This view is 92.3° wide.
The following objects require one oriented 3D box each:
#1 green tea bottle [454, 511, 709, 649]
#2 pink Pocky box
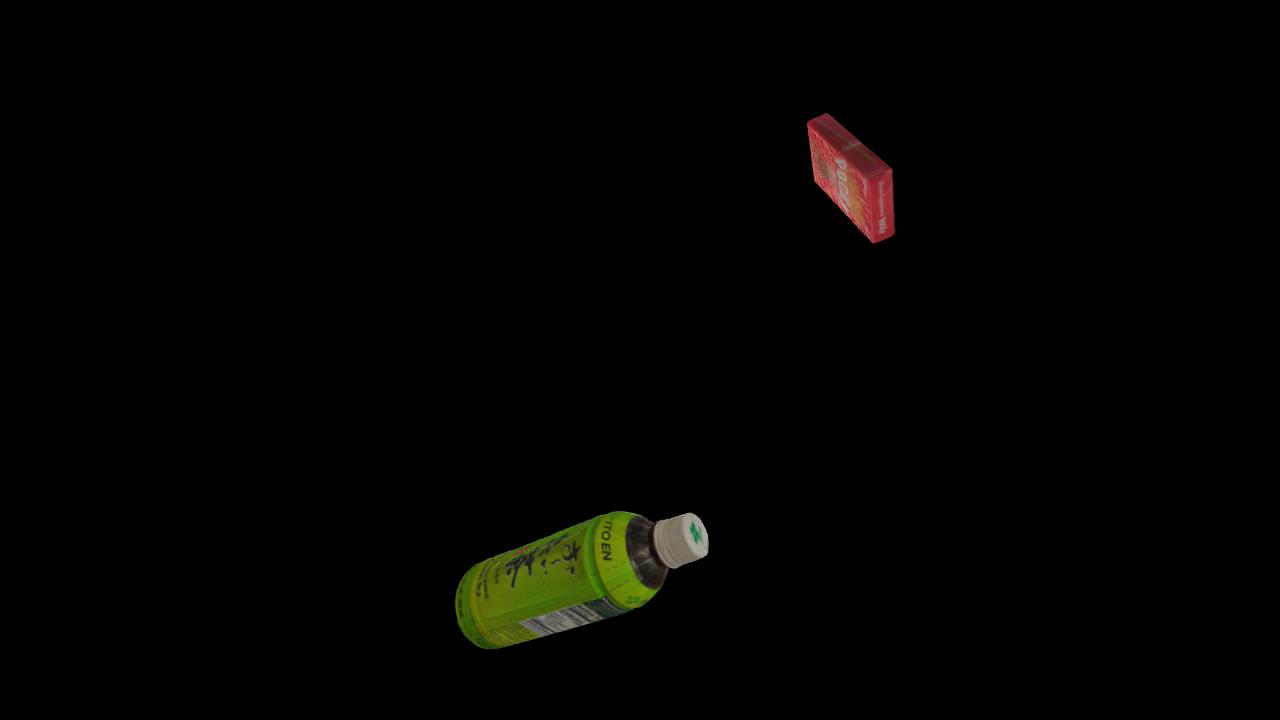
[{"bbox_3d":[-0.044,0.159,0.453,0.212,0.073,0.073,-26,-13,28],"label":"green tea bottle"},{"bbox_3d":[0.233,-0.205,0.684,0.029,0.155,0.084,-22,-46,4],"label":"pink Pocky box"}]
